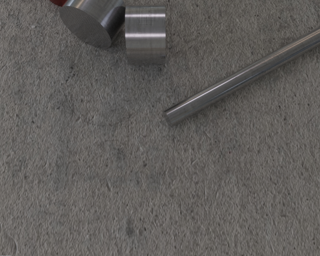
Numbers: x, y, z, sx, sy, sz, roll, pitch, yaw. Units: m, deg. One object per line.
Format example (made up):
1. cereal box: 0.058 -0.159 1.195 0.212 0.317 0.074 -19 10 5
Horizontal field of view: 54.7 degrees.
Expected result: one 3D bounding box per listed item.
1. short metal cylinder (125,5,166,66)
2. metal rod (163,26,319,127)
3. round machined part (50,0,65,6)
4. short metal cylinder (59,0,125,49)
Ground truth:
1. short metal cylinder: -0.018 -0.126 0.425 0.050 0.080 0.080 -1 70 0
2. metal rod: 0.140 -0.083 0.439 0.302 0.025 0.025 -29 73 -10
3. round machined part: -0.141 -0.242 0.487 0.099 0.042 0.098 0 70 0
4. short metal cylinder: -0.092 -0.158 0.436 0.080 0.080 0.050 25 72 8
